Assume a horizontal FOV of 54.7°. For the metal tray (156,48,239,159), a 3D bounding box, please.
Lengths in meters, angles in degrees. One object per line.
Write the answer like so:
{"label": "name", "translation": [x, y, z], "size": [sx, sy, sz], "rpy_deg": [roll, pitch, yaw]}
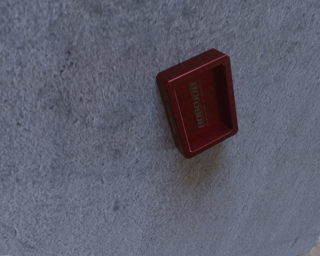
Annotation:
{"label": "metal tray", "translation": [0.055, -0.029, 0.416], "size": [0.091, 0.030, 0.129], "rpy_deg": [-27, 128, -12]}
